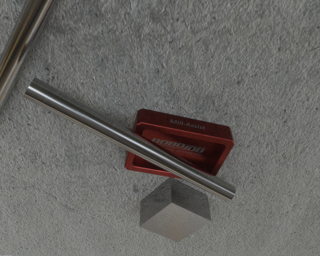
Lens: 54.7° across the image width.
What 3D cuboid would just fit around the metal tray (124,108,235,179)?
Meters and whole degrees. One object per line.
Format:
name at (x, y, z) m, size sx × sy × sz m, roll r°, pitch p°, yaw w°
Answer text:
metal tray at (0.024, 0.028, 0.428) m, size 0.131 × 0.030 × 0.089 m, roll 11°, pitch 129°, yaw -10°

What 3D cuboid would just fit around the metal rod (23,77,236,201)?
metal rod at (-0.019, 0.025, 0.388) m, size 0.301 × 0.025 × 0.025 m, roll 30°, pitch 124°, yaw -24°

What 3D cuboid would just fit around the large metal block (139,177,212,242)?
large metal block at (0.024, 0.135, 0.506) m, size 0.080 × 0.050 × 0.080 m, roll 31°, pitch 123°, yaw -24°

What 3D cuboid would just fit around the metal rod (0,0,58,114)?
metal rod at (-0.145, -0.091, 0.326) m, size 0.025 × 0.025 × 0.299 m, roll 29°, pitch 124°, yaw -23°
